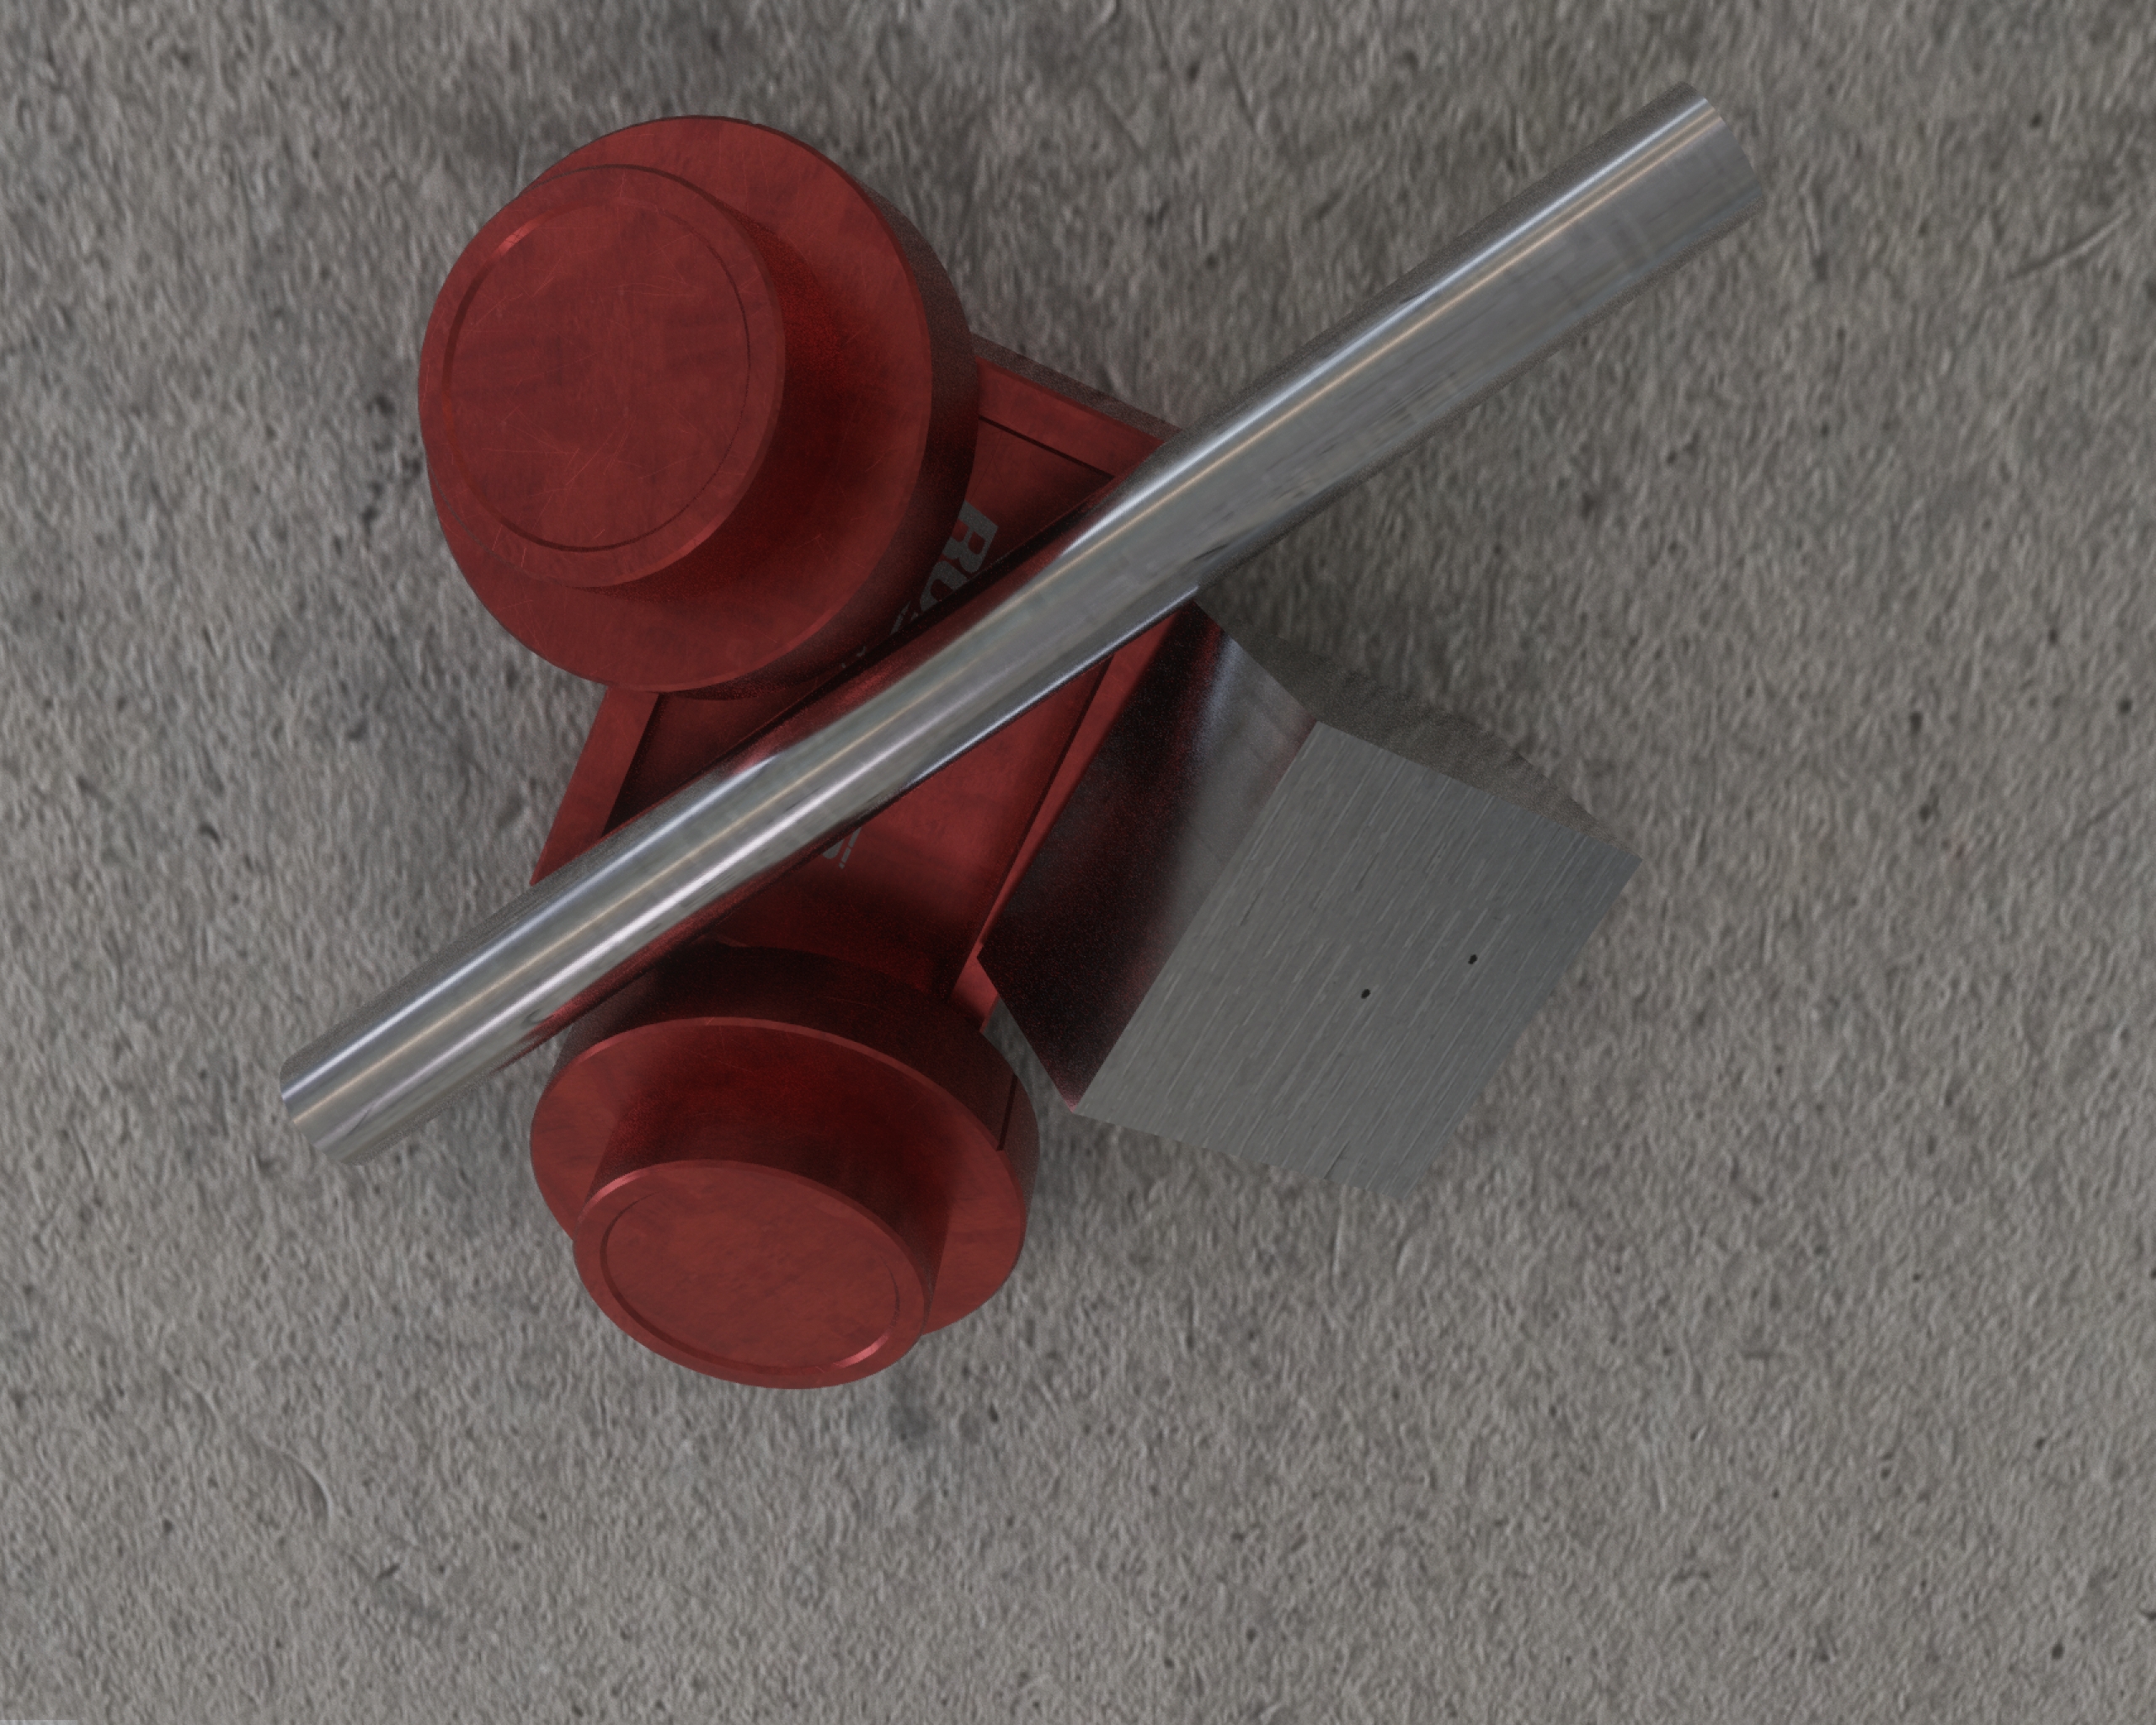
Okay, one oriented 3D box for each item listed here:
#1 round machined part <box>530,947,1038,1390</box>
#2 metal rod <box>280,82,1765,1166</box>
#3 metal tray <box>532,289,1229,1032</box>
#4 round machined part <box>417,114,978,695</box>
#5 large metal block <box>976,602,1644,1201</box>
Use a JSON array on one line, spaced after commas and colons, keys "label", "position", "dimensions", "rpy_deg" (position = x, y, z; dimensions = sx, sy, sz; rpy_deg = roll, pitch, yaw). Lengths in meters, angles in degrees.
[{"label": "round machined part", "position": [-0.059, 0.066, 0.407], "dimensions": [0.099, 0.042, 0.097], "rpy_deg": [4, 131, 5]}, {"label": "metal rod", "position": [-0.019, -0.035, 0.367], "dimensions": [0.300, 0.025, 0.025], "rpy_deg": [-33, 107, 11]}, {"label": "metal tray", "position": [-0.037, -0.034, 0.395], "dimensions": [0.090, 0.030, 0.129], "rpy_deg": [23, 108, -9]}, {"label": "round machined part", "position": [-0.070, -0.078, 0.351], "dimensions": [0.098, 0.042, 0.097], "rpy_deg": [0, 89, 20]}, {"label": "large metal block", "position": [0.041, 0.009, 0.386], "dimensions": [0.080, 0.050, 0.080], "rpy_deg": [19, 110, -33]}]
